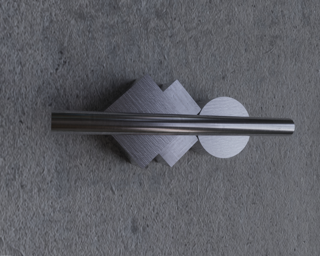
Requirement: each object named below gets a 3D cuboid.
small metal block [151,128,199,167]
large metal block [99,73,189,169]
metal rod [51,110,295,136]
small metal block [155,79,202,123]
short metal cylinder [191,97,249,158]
[{"bbox_3d":[0.015,0.022,0.404,0.050,0.050,0.025,-44,104,-15],"label":"small metal block"},{"bbox_3d":[-0.026,-0.008,0.386,0.080,0.050,0.080,-44,104,-15],"label":"large metal block"},{"bbox_3d":[0.031,-0.004,0.367,0.302,0.025,0.025,1,90,-20],"label":"metal rod"},{"bbox_3d":[0.019,-0.033,0.405,0.025,0.050,0.050,-44,105,-14],"label":"small metal block"},{"bbox_3d":[0.075,-0.001,0.424,0.081,0.050,0.080,0,90,-20],"label":"short metal cylinder"}]
